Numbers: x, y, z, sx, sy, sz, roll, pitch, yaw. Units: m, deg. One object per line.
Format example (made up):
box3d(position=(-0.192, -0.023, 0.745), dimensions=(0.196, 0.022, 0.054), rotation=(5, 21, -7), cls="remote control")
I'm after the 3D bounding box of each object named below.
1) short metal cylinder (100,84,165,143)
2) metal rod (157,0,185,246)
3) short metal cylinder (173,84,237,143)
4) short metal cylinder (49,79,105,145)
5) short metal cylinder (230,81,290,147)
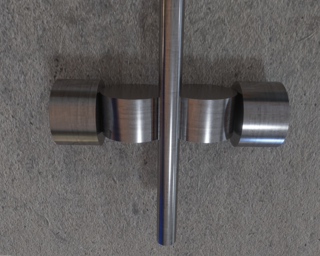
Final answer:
box3d(position=(-0.030, -0.021, 0.374), dimensions=(0.081, 0.080, 0.050), rotation=(1, 110, -1), cls="short metal cylinder")
box3d(position=(0.010, 0.003, 0.347), dimensions=(0.025, 0.025, 0.298), rotation=(1, 110, -1), cls="metal rod")
box3d(position=(0.050, -0.020, 0.374), dimensions=(0.081, 0.080, 0.050), rotation=(1, 110, -1), cls="short metal cylinder")
box3d(position=(-0.095, -0.019, 0.374), dimensions=(0.050, 0.080, 0.079), rotation=(1, 110, -1), cls="short metal cylinder")
box3d(position=(0.116, -0.017, 0.377), dimensions=(0.050, 0.080, 0.079), rotation=(1, 110, -1), cls="short metal cylinder")
